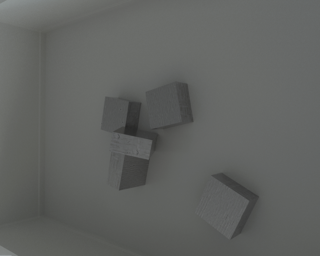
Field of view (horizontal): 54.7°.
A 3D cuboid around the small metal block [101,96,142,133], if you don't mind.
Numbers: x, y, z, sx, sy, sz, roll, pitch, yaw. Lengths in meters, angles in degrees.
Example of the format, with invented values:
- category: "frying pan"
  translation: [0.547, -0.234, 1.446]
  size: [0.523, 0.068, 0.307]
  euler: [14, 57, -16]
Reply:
- category: "small metal block"
  translation: [-0.057, -0.017, 0.452]
  size: [0.050, 0.025, 0.050]
  euler: [15, 100, 38]

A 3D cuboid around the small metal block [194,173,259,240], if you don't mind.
- category: "small metal block"
  translation: [0.073, 0.086, 0.345]
  size: [0.050, 0.025, 0.050]
  euler: [32, 110, 35]

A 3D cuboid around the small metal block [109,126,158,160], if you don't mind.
- category: "small metal block"
  translation: [-0.033, 0.018, 0.403]
  size: [0.050, 0.050, 0.025]
  euler: [12, 99, 6]

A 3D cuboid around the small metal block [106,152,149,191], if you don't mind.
- category: "small metal block"
  translation: [-0.042, 0.054, 0.423]
  size: [0.025, 0.050, 0.050]
  euler: [17, 101, 38]

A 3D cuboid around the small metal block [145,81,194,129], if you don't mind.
- category: "small metal block"
  translation: [0.011, -0.027, 0.396]
  size: [0.050, 0.025, 0.050]
  euler: [-14, 81, 39]
